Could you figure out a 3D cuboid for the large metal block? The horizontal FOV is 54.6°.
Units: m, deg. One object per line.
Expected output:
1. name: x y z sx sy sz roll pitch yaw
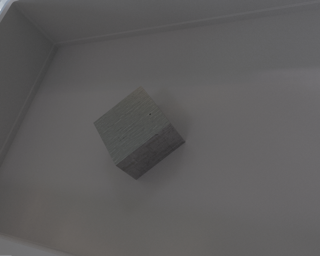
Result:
1. large metal block: -0.028 0.006 0.402 0.080 0.050 0.080 -38 51 3
